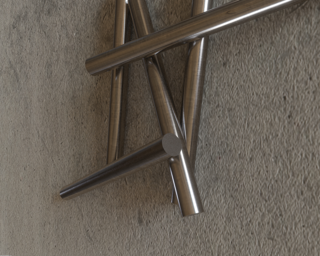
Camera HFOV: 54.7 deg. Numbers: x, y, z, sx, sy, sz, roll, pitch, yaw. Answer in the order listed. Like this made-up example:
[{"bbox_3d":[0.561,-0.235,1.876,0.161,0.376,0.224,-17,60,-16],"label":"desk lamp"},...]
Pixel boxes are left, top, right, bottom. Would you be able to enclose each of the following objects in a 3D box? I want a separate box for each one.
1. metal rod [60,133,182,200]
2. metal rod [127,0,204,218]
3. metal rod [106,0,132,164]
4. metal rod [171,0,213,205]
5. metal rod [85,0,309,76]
[{"bbox_3d":[-0.075,0.065,0.429,0.299,0.025,0.025,-29,72,48],"label":"metal rod"},{"bbox_3d":[0.001,-0.044,0.380,0.025,0.025,0.299,-30,64,36],"label":"metal rod"},{"bbox_3d":[-0.059,-0.079,0.453,0.025,0.025,0.298,7,94,40],"label":"metal rod"},{"bbox_3d":[0.040,-0.056,0.371,0.025,0.025,0.298,10,96,39],"label":"metal rod"},{"bbox_3d":[0.037,-0.109,0.341,0.300,0.025,0.025,-12,82,29],"label":"metal rod"}]
